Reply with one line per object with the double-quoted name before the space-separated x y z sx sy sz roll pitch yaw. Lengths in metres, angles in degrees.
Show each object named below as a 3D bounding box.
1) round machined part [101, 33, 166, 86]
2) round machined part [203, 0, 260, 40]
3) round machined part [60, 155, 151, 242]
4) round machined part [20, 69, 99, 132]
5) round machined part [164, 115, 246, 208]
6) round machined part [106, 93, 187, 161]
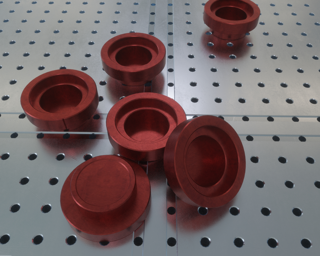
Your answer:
"round machined part" -0.040 -0.103 0.483 0.099 0.042 0.098 0 50 0
"round machined part" 0.127 -0.197 0.563 0.099 0.042 0.098 0 50 0
"round machined part" -0.059 0.069 0.339 0.099 0.042 0.098 0 50 0
"round machined part" -0.133 -0.033 0.424 0.099 0.042 0.098 0 50 0
"round machined part" 0.045 0.037 0.344 0.099 0.042 0.098 5 79 -31
"round machined part" -0.016 0.003 0.393 0.099 0.042 0.098 0 49 0
